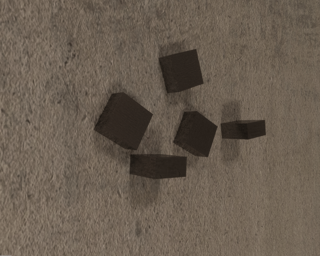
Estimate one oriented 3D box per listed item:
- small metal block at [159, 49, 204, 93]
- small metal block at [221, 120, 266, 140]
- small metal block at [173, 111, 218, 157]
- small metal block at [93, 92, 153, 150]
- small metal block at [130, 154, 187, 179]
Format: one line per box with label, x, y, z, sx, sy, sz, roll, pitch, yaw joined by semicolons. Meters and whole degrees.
small metal block;0.030;-0.079;0.432;0.050;0.025;0.050;-23;105;-38
small metal block;0.136;0.002;0.506;0.050;0.050;0.025;-9;96;-40
small metal block;0.053;0.009;0.451;0.050;0.025;0.050;32;70;-36
small metal block;-0.043;-0.008;0.371;0.050;0.025;0.050;36;68;-34
small metal block;-0.002;0.047;0.389;0.050;0.050;0.025;4;88;-40
